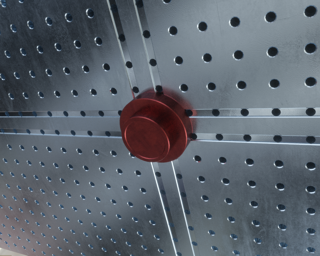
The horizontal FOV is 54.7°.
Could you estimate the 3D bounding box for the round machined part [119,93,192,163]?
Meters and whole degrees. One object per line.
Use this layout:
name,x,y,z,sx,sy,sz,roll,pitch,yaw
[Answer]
round machined part,-0.011,0.006,0.408,0.098,0.042,0.097,13,124,20
